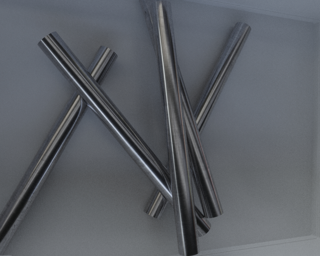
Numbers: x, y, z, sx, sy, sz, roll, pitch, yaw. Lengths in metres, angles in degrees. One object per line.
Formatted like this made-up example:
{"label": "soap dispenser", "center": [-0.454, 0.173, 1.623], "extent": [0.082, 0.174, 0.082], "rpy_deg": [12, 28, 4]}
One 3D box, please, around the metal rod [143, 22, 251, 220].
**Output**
{"label": "metal rod", "center": [0.056, -0.017, 0.432], "extent": [0.025, 0.025, 0.299], "rpy_deg": [30, 80, -18]}

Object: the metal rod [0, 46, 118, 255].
{"label": "metal rod", "center": [-0.132, 0.035, 0.361], "extent": [0.025, 0.025, 0.299], "rpy_deg": [31, 80, -18]}

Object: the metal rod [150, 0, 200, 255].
{"label": "metal rod", "center": [0.018, -0.003, 0.371], "extent": [0.025, 0.025, 0.298], "rpy_deg": [-5, 86, -20]}

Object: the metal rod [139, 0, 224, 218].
{"label": "metal rod", "center": [0.026, -0.032, 0.401], "extent": [0.025, 0.025, 0.298], "rpy_deg": [-16, 88, -20]}

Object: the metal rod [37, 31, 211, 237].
{"label": "metal rod", "center": [-0.033, 0.018, 0.371], "extent": [0.025, 0.025, 0.300], "rpy_deg": [-42, 104, -15]}
